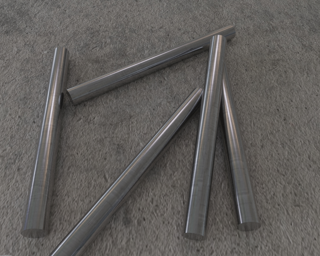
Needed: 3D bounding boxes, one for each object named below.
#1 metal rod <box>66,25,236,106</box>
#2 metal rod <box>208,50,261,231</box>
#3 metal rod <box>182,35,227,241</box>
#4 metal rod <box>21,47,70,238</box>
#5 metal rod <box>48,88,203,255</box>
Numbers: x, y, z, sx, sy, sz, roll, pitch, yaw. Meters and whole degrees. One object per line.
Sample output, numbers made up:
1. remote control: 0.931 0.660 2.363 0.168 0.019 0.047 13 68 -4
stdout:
1. metal rod: -0.001 -0.106 0.492 0.302 0.025 0.025 -27 55 -21
2. metal rod: 0.091 -0.013 0.414 0.025 0.025 0.300 0 50 0
3. metal rod: 0.062 -0.012 0.395 0.025 0.025 0.300 8 56 7
4. metal rod: -0.143 -0.008 0.408 0.025 0.025 0.300 -5 50 -4
5. metal rod: -0.026 0.048 0.362 0.025 0.025 0.301 27 55 21
